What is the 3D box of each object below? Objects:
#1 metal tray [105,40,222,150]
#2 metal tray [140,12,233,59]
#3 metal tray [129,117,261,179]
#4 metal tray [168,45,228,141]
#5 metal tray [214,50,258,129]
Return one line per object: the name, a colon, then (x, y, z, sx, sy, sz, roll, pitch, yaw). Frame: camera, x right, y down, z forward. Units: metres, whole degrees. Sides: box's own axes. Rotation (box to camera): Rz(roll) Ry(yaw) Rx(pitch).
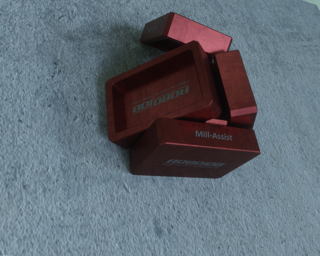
metal tray: (-0.002, -0.037, 0.366, 0.030, 0.130, 0.090, 37, 38, -54)
metal tray: (0.031, -0.125, 0.441, 0.091, 0.130, 0.030, 16, 96, -20)
metal tray: (0.039, 0.029, 0.368, 0.131, 0.090, 0.030, 7, 59, -25)
metal tray: (0.039, -0.041, 0.410, 0.030, 0.090, 0.130, 7, 59, -25)
metal tray: (0.094, -0.028, 0.411, 0.030, 0.130, 0.090, -10, 63, 4)
